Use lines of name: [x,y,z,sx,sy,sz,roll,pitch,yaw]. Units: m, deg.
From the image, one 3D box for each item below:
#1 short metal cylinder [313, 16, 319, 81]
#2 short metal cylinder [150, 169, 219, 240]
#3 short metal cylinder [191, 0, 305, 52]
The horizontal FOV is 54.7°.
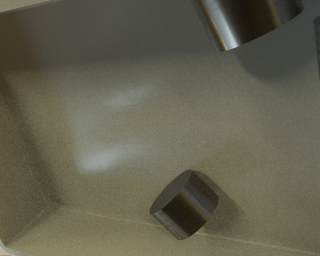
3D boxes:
short metal cylinder: [0.167,-0.068,0.243,0.080,0.080,0.050,-4,116,30]
short metal cylinder: [0.032,0.102,0.418,0.050,0.080,0.080,45,129,-3]
short metal cylinder: [0.074,-0.107,0.267,0.080,0.080,0.050,-18,109,35]
